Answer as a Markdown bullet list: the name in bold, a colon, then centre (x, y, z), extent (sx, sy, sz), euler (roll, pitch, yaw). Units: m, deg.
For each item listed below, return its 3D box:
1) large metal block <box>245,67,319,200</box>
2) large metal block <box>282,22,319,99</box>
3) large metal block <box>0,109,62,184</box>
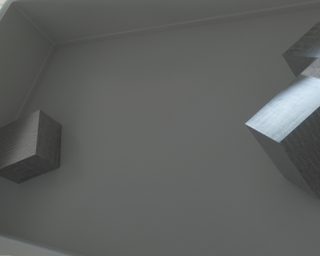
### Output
- **large metal block**: centre (0.141, 0.004, 0.285), extent (0.080, 0.080, 0.050), euler (-42, 25, -1)
- **large metal block**: centre (0.177, -0.053, 0.291), extent (0.050, 0.080, 0.080), euler (-43, 22, -1)
- **large metal block**: centre (-0.202, 0.030, 0.478), extent (0.080, 0.050, 0.080), euler (-22, 54, 15)
